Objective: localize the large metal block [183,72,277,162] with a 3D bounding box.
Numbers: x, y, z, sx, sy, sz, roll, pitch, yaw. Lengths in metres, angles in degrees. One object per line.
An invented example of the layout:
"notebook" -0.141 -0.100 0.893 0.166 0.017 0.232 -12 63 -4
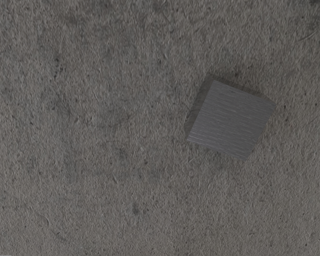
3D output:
"large metal block" 0.084 -0.015 0.391 0.080 0.050 0.079 20 109 -7

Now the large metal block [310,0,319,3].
"large metal block" 0.210 -0.184 0.330 0.080 0.050 0.079 -11 110 4
